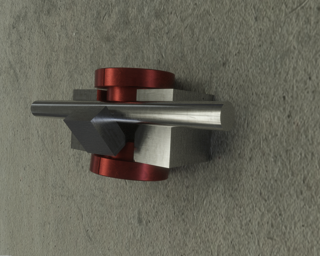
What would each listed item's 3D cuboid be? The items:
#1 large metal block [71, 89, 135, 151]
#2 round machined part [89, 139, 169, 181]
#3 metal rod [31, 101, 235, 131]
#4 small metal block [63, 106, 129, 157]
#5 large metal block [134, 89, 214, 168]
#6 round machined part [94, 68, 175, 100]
[{"bbox_3d":[-0.073,-0.010,0.431,0.050,0.081,0.079,6,94,40],"label":"large metal block"},{"bbox_3d":[-0.036,0.036,0.388,0.098,0.099,0.042,6,89,40],"label":"round machined part"},{"bbox_3d":[-0.059,-0.019,0.351,0.300,0.025,0.025,5,93,40],"label":"metal rod"},{"bbox_3d":[-0.071,0.003,0.343,0.050,0.025,0.050,2,132,41],"label":"small metal block"},{"bbox_3d":[0.018,-0.001,0.356,0.050,0.081,0.079,5,93,40],"label":"large metal block"},{"bbox_3d":[-0.031,-0.047,0.385,0.098,0.099,0.042,5,94,40],"label":"round machined part"}]
